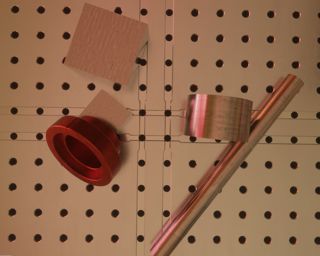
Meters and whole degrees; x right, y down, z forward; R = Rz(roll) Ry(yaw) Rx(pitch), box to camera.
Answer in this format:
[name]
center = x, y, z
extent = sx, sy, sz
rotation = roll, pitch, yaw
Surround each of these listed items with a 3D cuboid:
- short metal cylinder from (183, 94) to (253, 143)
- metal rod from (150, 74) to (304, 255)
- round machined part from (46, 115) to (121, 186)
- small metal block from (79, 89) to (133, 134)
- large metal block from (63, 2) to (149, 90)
[short metal cylinder]
center = 0.072, -0.011, 0.387
extent = 0.081, 0.080, 0.050
rotation = 7, 90, -1
[metal rod]
center = 0.089, 0.053, 0.414
extent = 0.025, 0.025, 0.300
rotation = 38, 90, -1
[round machined part]
center = -0.089, 0.023, 0.386
extent = 0.098, 0.097, 0.042
rotation = 39, 51, -1
[small metal block]
center = -0.072, -0.016, 0.412
extent = 0.050, 0.025, 0.050
rotation = 40, 90, -1
[large metal block]
center = -0.066, -0.102, 0.400
extent = 0.080, 0.050, 0.080
rotation = 19, 90, -1
